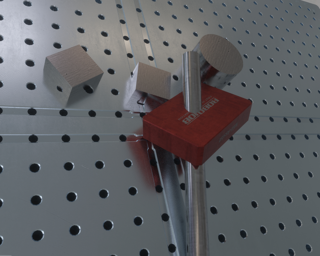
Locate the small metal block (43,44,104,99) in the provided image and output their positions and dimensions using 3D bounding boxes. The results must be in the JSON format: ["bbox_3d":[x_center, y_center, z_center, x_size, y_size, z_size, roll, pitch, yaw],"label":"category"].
[{"bbox_3d":[-0.109,-0.072,0.393,0.050,0.025,0.050,49,51,6],"label":"small metal block"}]

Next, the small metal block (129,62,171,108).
[{"bbox_3d":[-0.013,-0.060,0.437,0.050,0.025,0.050,16,55,-19],"label":"small metal block"}]

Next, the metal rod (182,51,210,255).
[{"bbox_3d":[0.043,0.035,0.383,0.025,0.025,0.299,11,65,-23],"label":"metal rod"}]

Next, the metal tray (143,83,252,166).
[{"bbox_3d":[0.051,-0.012,0.410,0.090,0.030,0.131,26,43,30],"label":"metal tray"}]

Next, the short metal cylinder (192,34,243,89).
[{"bbox_3d":[0.086,-0.104,0.502,0.081,0.050,0.080,14,56,-21],"label":"short metal cylinder"}]
